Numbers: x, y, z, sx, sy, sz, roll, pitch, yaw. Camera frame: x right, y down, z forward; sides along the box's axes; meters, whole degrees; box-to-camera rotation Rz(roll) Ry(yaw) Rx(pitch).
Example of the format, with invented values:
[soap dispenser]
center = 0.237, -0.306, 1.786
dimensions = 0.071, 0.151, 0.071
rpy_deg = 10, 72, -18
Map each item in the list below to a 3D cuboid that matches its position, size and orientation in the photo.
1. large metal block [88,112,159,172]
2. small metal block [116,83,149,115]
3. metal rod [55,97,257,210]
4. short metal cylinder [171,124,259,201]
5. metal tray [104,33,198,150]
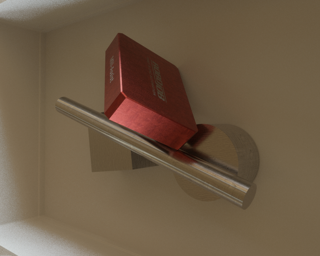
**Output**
[large metal block]
center = -0.053, 0.017, 0.430
dimensions = 0.080, 0.050, 0.080
rpy_deg = -10, 84, 39
[small metal block]
center = -0.029, -0.044, 0.383
dimensions = 0.050, 0.025, 0.050
rpy_deg = -3, 52, 13
[metal rod]
center = -0.031, 0.013, 0.363
dimensions = 0.300, 0.025, 0.025
rpy_deg = 23, 105, 37
[short metal cylinder]
center = 0.060, 0.035, 0.338
dimensions = 0.080, 0.050, 0.079
rpy_deg = 0, 90, 39
[metal tray]
center = -0.013, -0.044, 0.340
dimensions = 0.030, 0.090, 0.130
rpy_deg = -48, 32, 28
